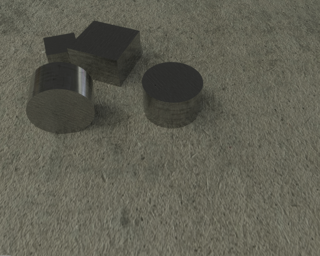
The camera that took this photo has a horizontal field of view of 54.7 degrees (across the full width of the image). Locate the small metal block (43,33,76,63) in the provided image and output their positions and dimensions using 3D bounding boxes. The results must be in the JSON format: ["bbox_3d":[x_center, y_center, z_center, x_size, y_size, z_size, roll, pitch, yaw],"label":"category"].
[{"bbox_3d":[-0.160,-0.128,0.509,0.050,0.025,0.050,-14,52,-12],"label":"small metal block"}]

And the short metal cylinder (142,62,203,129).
[{"bbox_3d":[0.016,-0.046,0.426,0.081,0.050,0.080,0,50,0],"label":"short metal cylinder"}]

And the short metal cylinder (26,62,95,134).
[{"bbox_3d":[-0.126,-0.037,0.397,0.081,0.080,0.050,-7,51,-7],"label":"short metal cylinder"}]

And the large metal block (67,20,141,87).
[{"bbox_3d":[-0.083,-0.118,0.485,0.080,0.050,0.080,17,52,13],"label":"large metal block"}]
